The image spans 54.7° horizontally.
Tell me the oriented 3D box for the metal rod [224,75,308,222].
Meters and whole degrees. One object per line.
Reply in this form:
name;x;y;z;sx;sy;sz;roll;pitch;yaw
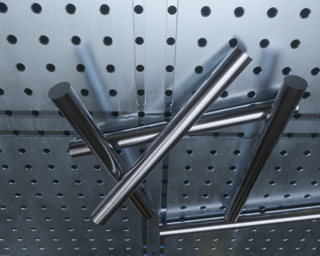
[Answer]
metal rod;0.134;0.053;0.437;0.025;0.025;0.298;3;137;-3

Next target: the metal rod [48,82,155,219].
metal rod;-0.062;0.054;0.427;0.025;0.025;0.299;-13;138;10

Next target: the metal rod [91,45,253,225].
metal rod;0.002;0.023;0.394;0.025;0.025;0.299;31;112;-24

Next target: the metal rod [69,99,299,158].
metal rod;0.024;0.000;0.412;0.301;0.025;0.025;-12;129;9

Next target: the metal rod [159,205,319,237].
metal rod;0.149;0.167;0.556;0.302;0.025;0.025;-9;130;6
